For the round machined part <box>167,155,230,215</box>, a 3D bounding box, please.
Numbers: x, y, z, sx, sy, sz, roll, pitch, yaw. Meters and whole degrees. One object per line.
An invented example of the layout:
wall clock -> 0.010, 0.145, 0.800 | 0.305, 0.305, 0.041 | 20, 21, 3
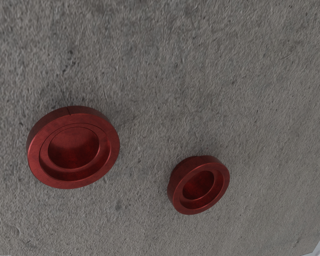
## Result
round machined part -> 0.055, 0.082, 0.476 | 0.099, 0.042, 0.097 | -14, 124, -21

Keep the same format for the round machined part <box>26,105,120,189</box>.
round machined part -> -0.099, 0.018, 0.353 | 0.099, 0.042, 0.097 | -14, 124, -21
